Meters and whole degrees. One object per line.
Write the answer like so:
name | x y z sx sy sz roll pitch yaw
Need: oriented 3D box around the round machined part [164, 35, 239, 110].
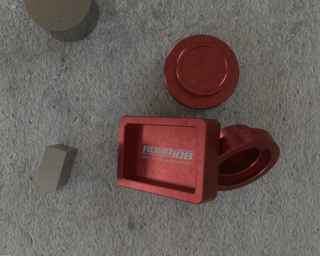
round machined part | 0.054 -0.073 0.402 0.099 0.042 0.097 0 90 -1

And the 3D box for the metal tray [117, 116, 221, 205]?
metal tray | 0.005 0.032 0.369 0.130 0.030 0.089 3 90 40

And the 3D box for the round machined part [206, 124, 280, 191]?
round machined part | 0.093 0.033 0.385 0.098 0.098 0.042 -21 50 0

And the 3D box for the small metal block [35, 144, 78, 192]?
small metal block | -0.131 0.049 0.396 0.025 0.050 0.050 16 90 0

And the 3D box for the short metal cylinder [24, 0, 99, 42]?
short metal cylinder | -0.123 -0.156 0.396 0.081 0.050 0.079 0 90 -1
